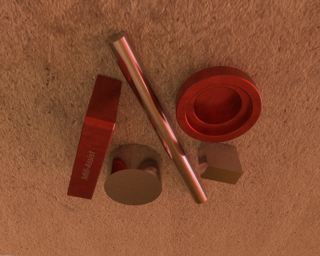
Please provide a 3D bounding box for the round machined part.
[{"bbox_3d":[0.067,-0.032,0.371,0.099,0.042,0.097,-1,130,0],"label":"round machined part"}]

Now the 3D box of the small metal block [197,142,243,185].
[{"bbox_3d":[0.082,0.047,0.430,0.050,0.050,0.025,13,129,-11],"label":"small metal block"}]

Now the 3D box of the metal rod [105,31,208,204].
[{"bbox_3d":[0.010,0.009,0.417,0.025,0.025,0.299,-18,128,14],"label":"metal rod"}]

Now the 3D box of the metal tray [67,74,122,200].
[{"bbox_3d":[-0.080,0.013,0.376,0.030,0.090,0.129,14,129,-12],"label":"metal tray"}]

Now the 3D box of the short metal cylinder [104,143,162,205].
[{"bbox_3d":[-0.037,0.068,0.449,0.081,0.050,0.079,0,130,0],"label":"short metal cylinder"}]
